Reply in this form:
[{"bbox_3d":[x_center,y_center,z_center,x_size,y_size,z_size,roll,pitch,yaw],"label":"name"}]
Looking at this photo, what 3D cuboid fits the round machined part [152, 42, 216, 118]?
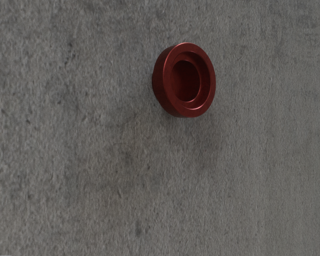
[{"bbox_3d":[0.028,-0.062,0.419,0.099,0.042,0.097,0,90,-40],"label":"round machined part"}]
